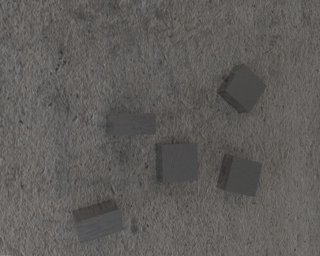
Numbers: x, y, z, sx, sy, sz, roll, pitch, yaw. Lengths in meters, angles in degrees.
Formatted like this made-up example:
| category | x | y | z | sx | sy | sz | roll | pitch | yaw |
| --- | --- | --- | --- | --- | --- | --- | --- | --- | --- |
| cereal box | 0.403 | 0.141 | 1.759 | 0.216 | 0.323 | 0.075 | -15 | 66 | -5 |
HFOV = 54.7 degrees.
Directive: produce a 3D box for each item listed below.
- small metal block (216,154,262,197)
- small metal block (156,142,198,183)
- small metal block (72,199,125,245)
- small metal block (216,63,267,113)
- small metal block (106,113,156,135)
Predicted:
| category | x | y | z | sx | sy | sz | roll | pitch | yaw |
| --- | --- | --- | --- | --- | --- | --- | --- | --- | --- |
| small metal block | 0.116 | 0.069 | 0.452 | 0.050 | 0.025 | 0.050 | 16 | 85 | -20 |
| small metal block | 0.022 | 0.046 | 0.417 | 0.050 | 0.025 | 0.050 | -2 | 91 | -20 |
| small metal block | -0.075 | 0.110 | 0.368 | 0.050 | 0.050 | 0.025 | -13 | 95 | -20 |
| small metal block | 0.120 | -0.057 | 0.453 | 0.050 | 0.025 | 0.050 | 39 | 77 | -16 |
| small metal block | -0.037 | -0.005 | 0.382 | 0.050 | 0.050 | 0.025 | -1 | 91 | -20 |
